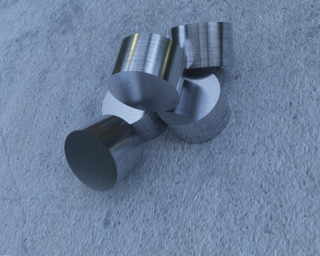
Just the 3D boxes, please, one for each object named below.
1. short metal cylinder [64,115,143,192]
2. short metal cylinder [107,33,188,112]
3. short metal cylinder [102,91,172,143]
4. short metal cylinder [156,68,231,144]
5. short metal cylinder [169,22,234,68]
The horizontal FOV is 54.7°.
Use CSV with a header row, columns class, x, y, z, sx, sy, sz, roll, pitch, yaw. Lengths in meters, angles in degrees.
class,x,y,z,sx,sy,sz,roll,pitch,yaw
short metal cylinder,-0.068,0.030,0.378,0.080,0.079,0.050,8,27,31
short metal cylinder,-0.013,-0.059,0.348,0.080,0.080,0.050,-1,61,27
short metal cylinder,-0.030,-0.026,0.419,0.080,0.050,0.080,-13,56,20
short metal cylinder,0.041,-0.027,0.382,0.080,0.050,0.080,-13,56,20
short metal cylinder,0.053,-0.102,0.395,0.080,0.080,0.050,1,100,28
